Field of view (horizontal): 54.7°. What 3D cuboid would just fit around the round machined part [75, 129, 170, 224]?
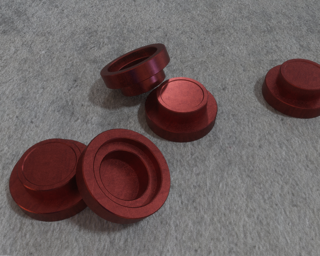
[{"bbox_3d":[-0.041,0.053,0.329,0.099,0.042,0.098,18,53,-25],"label":"round machined part"}]

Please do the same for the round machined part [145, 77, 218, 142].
[{"bbox_3d":[0.029,-0.032,0.419,0.099,0.042,0.098,0,50,0],"label":"round machined part"}]

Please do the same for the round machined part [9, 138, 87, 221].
[{"bbox_3d":[-0.119,0.050,0.348,0.099,0.042,0.098,0,50,0],"label":"round machined part"}]

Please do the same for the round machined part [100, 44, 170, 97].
[{"bbox_3d":[-0.031,-0.080,0.441,0.098,0.042,0.098,-19,27,11],"label":"round machined part"}]

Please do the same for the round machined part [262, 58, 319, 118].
[{"bbox_3d":[0.203,-0.064,0.448,0.099,0.042,0.098,0,50,0],"label":"round machined part"}]
